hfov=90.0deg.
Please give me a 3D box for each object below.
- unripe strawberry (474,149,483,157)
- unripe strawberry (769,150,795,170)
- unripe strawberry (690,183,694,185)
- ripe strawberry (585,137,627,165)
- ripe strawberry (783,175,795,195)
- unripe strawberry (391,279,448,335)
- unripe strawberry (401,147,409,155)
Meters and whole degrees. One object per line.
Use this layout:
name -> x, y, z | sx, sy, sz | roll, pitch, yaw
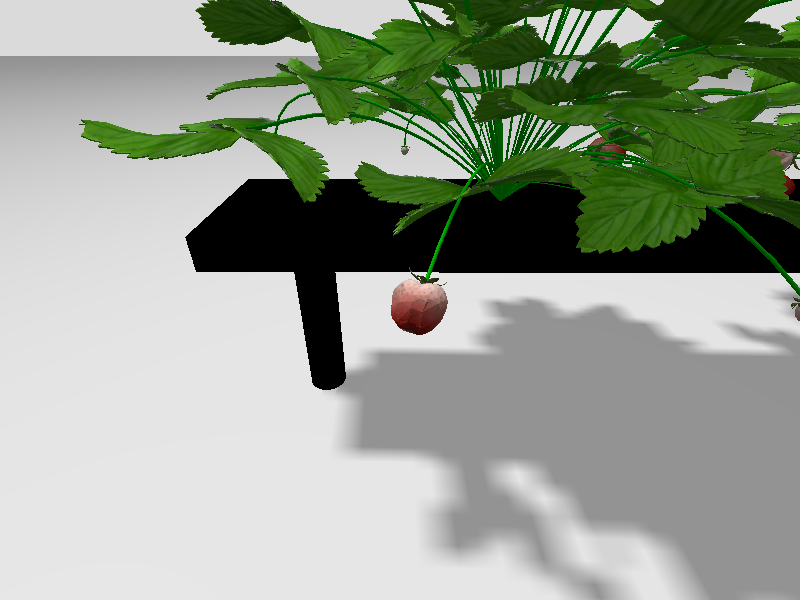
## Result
unripe strawberry -> 0.094, -0.176, 0.479 | 0.011, 0.010, 0.010 | 1, 33, 1
unripe strawberry -> 0.403, -0.155, 0.430 | 0.032, 0.033, 0.029 | 20, 38, 29
unripe strawberry -> 0.260, -0.102, 0.364 | 0.014, 0.015, 0.013 | 9, 32, -10
ripe strawberry -> 0.217, -0.151, 0.420 | 0.042, 0.041, 0.039 | -19, 38, -28
ripe strawberry -> 0.329, -0.098, 0.349 | 0.027, 0.026, 0.025 | 1, 33, 0
unripe strawberry -> 0.008, 0.004, 0.193 | 0.028, 0.026, 0.025 | 13, -18, 19
unripe strawberry -> 0.006, -0.176, 0.471 | 0.009, 0.010, 0.010 | -18, 37, -26
